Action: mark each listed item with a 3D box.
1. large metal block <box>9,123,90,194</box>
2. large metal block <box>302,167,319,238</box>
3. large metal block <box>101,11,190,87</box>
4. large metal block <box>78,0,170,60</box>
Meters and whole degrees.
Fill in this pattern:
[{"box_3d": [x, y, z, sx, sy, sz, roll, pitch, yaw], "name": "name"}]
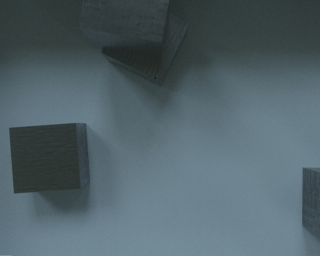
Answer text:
[{"box_3d": [-0.138, 0.036, 0.398, 0.080, 0.050, 0.080, -4, 90, 0], "name": "large metal block"}, {"box_3d": [0.236, 0.095, 0.401, 0.081, 0.050, 0.080, 1, 90, 0], "name": "large metal block"}, {"box_3d": [-0.017, -0.109, 0.399, 0.080, 0.050, 0.080, 26, 90, 0], "name": "large metal block"}, {"box_3d": [-0.033, -0.113, 0.333, 0.080, 0.080, 0.050, 10, 90, 0], "name": "large metal block"}]
